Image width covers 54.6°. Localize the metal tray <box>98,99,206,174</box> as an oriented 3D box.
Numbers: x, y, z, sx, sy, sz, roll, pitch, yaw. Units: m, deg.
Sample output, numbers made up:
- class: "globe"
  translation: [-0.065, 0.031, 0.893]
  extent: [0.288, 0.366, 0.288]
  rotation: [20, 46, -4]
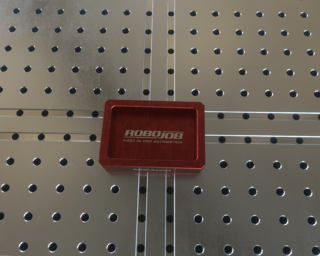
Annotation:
- class: "metal tray"
  translation: [-0.008, 0.011, 0.405]
  extent: [0.131, 0.030, 0.090]
  rotation: [2, 70, 0]
